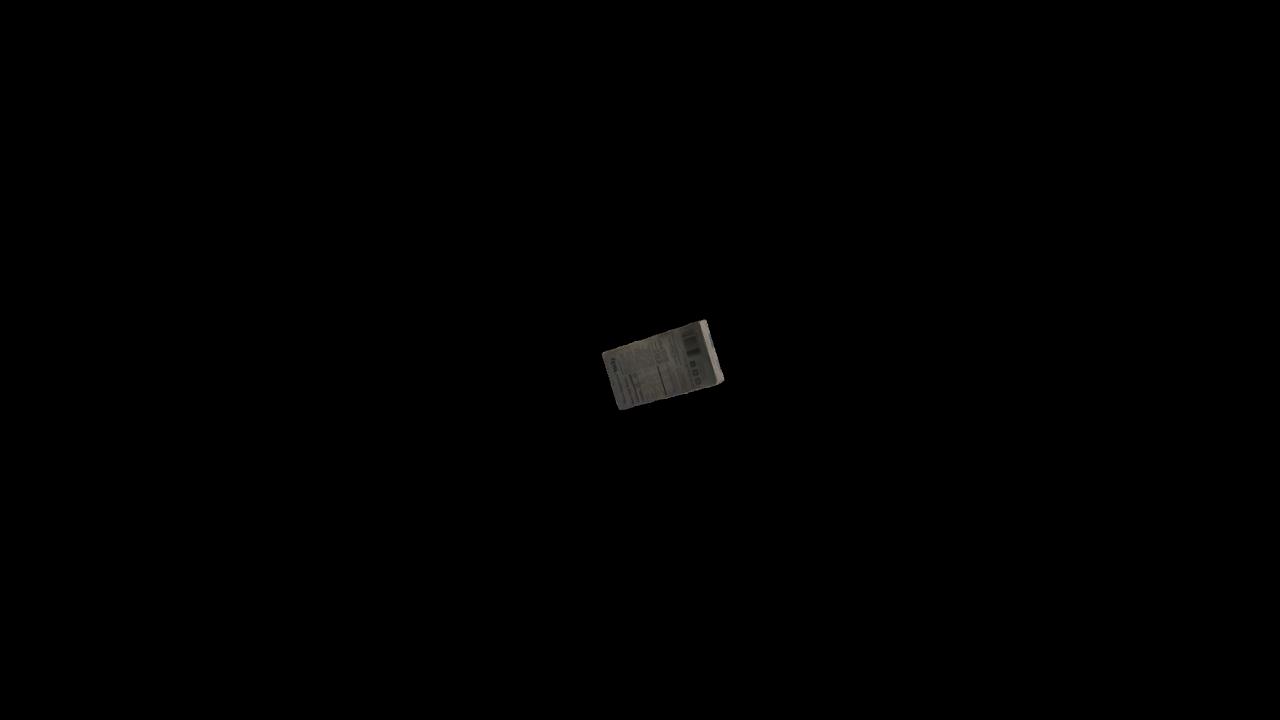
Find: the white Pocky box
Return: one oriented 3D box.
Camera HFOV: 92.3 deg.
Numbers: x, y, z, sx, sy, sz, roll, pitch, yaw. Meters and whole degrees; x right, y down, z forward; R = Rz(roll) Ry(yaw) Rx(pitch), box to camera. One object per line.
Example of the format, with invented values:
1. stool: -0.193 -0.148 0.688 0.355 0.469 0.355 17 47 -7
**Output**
1. white Pocky box: 0.027 0.009 0.796 0.154 0.084 0.028 -17 -1 32
